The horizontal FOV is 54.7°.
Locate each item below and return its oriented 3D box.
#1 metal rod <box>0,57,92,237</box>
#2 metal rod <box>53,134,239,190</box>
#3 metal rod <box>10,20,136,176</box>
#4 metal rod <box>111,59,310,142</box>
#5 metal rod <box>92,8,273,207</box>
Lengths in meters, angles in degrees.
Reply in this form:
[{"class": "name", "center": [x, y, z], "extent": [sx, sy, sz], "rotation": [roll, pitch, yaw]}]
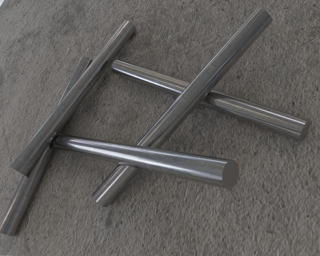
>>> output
[{"class": "metal rod", "center": [-0.170, 0.014, 0.484], "extent": [0.025, 0.025, 0.300], "rotation": [4, 63, 30]}, {"class": "metal rod", "center": [-0.046, 0.030, 0.365], "extent": [0.300, 0.025, 0.025], "rotation": [5, 63, 45]}, {"class": "metal rod", "center": [-0.126, -0.059, 0.488], "extent": [0.025, 0.025, 0.300], "rotation": [17, 65, 34]}, {"class": "metal rod", "center": [0.041, -0.048, 0.411], "extent": [0.300, 0.025, 0.025], "rotation": [25, 75, 36]}, {"class": "metal rod", "center": [0.024, -0.021, 0.377], "extent": [0.300, 0.025, 0.025], "rotation": [-48, 51, 4]}]
